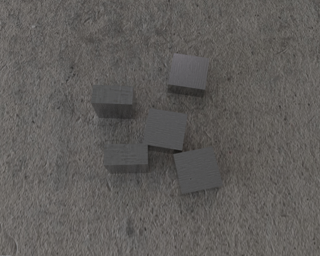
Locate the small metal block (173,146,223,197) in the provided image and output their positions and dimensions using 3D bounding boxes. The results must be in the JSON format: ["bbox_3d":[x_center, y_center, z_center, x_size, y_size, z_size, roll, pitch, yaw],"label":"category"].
[{"bbox_3d":[0.046,0.055,0.388,0.050,0.025,0.050,-11,70,-4],"label":"small metal block"}]

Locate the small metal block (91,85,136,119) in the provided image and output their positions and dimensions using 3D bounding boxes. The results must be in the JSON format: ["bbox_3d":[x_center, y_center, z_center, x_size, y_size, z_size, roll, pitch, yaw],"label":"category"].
[{"bbox_3d":[-0.059,-0.033,0.406,0.050,0.050,0.025,2,70,1],"label":"small metal block"}]

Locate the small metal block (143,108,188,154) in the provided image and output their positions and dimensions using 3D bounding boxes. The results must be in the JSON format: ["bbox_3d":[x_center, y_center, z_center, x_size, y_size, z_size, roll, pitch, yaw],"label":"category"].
[{"bbox_3d":[0.007,0.005,0.406,0.050,0.025,0.050,9,70,3],"label":"small metal block"}]

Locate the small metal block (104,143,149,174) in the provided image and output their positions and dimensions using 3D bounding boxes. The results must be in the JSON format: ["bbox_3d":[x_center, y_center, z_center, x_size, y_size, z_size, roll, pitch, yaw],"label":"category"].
[{"bbox_3d":[-0.039,0.038,0.380,0.050,0.050,0.025,-2,70,-1],"label":"small metal block"}]

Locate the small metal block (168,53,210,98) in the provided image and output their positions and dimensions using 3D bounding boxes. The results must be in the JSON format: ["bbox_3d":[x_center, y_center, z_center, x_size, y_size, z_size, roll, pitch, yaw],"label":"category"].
[{"bbox_3d":[0.040,-0.074,0.435,0.050,0.025,0.050,9,70,3],"label":"small metal block"}]
